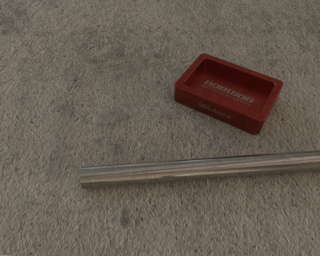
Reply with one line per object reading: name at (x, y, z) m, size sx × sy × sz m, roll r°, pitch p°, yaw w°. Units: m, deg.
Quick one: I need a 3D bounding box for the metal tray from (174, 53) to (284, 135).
metal tray at (0.097, -0.053, 0.445) m, size 0.130 × 0.030 × 0.090 m, roll 25°, pitch 54°, yaw 19°

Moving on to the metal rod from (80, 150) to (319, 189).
metal rod at (0.062, 0.047, 0.364) m, size 0.302 × 0.025 × 0.025 m, roll -4°, pitch 50°, yaw -4°
